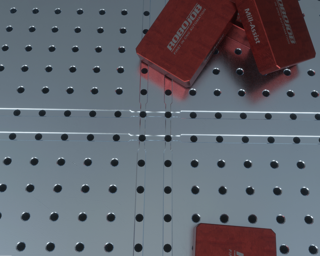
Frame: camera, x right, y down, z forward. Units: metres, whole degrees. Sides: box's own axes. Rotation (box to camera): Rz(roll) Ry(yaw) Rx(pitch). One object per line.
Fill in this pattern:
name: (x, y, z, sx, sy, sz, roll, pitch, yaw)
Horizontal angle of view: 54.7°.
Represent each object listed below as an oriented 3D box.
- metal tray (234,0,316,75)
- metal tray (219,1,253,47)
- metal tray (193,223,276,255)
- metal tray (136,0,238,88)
metal tray: (0.157, -0.146, 0.425, 0.091, 0.030, 0.129, -20, 91, -31)
metal tray: (0.139, -0.198, 0.483, 0.090, 0.030, 0.130, 31, 73, 10)
metal tray: (0.081, 0.177, 0.345, 0.091, 0.030, 0.130, 5, 70, 1)
metal tray: (0.039, -0.135, 0.441, 0.090, 0.030, 0.130, 33, 87, 12)
